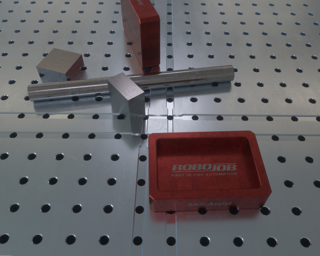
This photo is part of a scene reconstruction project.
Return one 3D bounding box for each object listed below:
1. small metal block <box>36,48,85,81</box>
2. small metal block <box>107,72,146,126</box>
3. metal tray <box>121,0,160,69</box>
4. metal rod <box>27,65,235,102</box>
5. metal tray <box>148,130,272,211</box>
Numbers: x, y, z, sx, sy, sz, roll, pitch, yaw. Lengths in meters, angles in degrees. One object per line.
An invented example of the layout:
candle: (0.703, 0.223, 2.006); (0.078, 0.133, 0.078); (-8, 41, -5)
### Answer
small metal block: (-0.155, -0.097, 0.488); (0.050, 0.025, 0.050); (15, 52, 12)
small metal block: (-0.045, -0.040, 0.424); (0.025, 0.050, 0.050); (-31, 57, -23)
metal tray: (-0.034, -0.172, 0.509); (0.030, 0.090, 0.130); (-14, 52, -12)
metal rod: (-0.038, -0.068, 0.464); (0.302, 0.025, 0.025); (-7, 50, -6)
metal tray: (0.052, 0.048, 0.364); (0.131, 0.030, 0.090); (-1, 50, -2)
